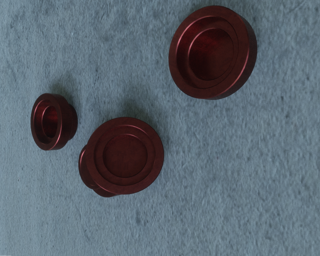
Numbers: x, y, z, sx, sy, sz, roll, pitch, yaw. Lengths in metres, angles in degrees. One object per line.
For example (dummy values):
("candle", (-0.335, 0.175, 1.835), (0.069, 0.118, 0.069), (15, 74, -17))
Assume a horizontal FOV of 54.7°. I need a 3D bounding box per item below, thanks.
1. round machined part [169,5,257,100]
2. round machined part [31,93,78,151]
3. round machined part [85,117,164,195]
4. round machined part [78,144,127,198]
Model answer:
("round machined part", (0.061, -0.080, 0.343), (0.098, 0.042, 0.097), (0, 90, 39))
("round machined part", (-0.181, -0.010, 0.540), (0.098, 0.042, 0.097), (0, 90, 39))
("round machined part", (-0.045, 0.037, 0.407), (0.099, 0.042, 0.098), (1, 79, -4))
("round machined part", (-0.084, 0.055, 0.461), (0.098, 0.042, 0.097), (0, 90, 39))
